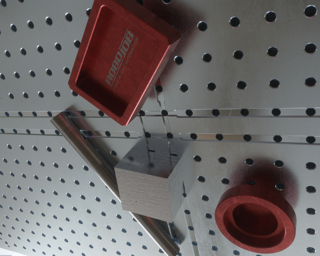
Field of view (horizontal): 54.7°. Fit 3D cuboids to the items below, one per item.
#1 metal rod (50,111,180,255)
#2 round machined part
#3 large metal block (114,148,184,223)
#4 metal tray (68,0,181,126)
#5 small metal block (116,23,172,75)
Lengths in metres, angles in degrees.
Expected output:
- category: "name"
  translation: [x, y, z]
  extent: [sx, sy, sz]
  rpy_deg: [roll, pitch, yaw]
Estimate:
- category: "metal rod"
  translation: [-0.068, 0.097, 0.505]
  extent: [0.025, 0.025, 0.300]
  rpy_deg: [-32, 101, 38]
- category: "round machined part"
  translation: [0.125, 0.112, 0.403]
  extent: [0.098, 0.042, 0.097]
  rpy_deg: [13, 124, 20]
- category: "large metal block"
  translation: [-0.013, 0.082, 0.451]
  extent: [0.080, 0.050, 0.079]
  rpy_deg: [8, 122, 23]
- category: "metal tray"
  translation: [-0.046, -0.075, 0.352]
  extent: [0.090, 0.030, 0.129]
  rpy_deg: [36, 129, 4]
- category: "small metal block"
  translation: [-0.020, -0.094, 0.362]
  extent: [0.050, 0.025, 0.050]
  rpy_deg: [36, 129, 4]
